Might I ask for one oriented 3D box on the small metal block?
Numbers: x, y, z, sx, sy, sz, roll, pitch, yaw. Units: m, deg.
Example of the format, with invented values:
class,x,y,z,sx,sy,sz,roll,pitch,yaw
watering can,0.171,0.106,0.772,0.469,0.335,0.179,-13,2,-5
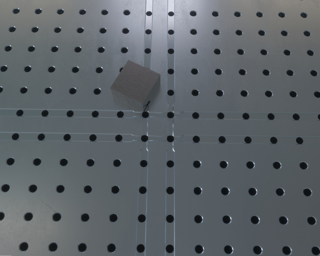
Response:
class,x,y,z,sx,sy,sz,roll,pitch,yaw
small metal block,-0.033,-0.060,0.433,0.050,0.025,0.050,26,72,9
